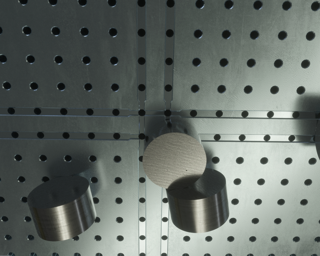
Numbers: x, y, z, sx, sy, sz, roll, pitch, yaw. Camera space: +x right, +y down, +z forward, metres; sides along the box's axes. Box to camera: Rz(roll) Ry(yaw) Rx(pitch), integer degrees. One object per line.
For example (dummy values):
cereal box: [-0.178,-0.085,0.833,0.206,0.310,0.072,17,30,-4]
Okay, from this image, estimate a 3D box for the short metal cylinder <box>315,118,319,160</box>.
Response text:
short metal cylinder: [0.242,0.015,0.393,0.050,0.080,0.079,0,110,0]

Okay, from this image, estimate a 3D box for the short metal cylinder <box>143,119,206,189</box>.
short metal cylinder: [0.018,0.034,0.413,0.081,0.050,0.079,0,110,-1]

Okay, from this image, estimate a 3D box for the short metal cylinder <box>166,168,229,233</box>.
short metal cylinder: [0.051,0.095,0.420,0.080,0.080,0.050,-9,110,3]

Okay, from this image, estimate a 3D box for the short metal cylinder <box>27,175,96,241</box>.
short metal cylinder: [-0.132,0.107,0.422,0.080,0.080,0.050,-7,110,2]
